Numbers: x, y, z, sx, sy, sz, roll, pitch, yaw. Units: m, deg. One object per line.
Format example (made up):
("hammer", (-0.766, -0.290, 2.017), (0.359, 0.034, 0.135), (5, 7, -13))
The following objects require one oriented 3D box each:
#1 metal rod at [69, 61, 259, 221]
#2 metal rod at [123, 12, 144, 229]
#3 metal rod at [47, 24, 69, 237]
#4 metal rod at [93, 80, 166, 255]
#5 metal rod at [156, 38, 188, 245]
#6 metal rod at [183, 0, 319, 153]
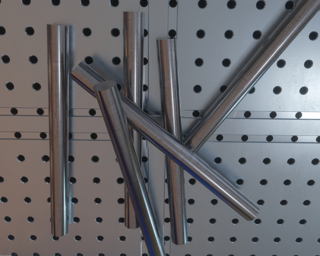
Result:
("metal rod", (0.015, 0.025, 0.394), (0.300, 0.025, 0.025), (40, 105, -13))
("metal rod", (-0.036, 0.004, 0.414), (0.025, 0.025, 0.298), (2, 110, -1))
("metal rod", (-0.136, 0.017, 0.418), (0.025, 0.025, 0.298), (5, 110, -2))
("metal rod", (-0.031, 0.078, 0.411), (0.025, 0.025, 0.299), (-11, 122, 4))
("metal rod", (0.019, 0.032, 0.425), (0.025, 0.025, 0.298), (-4, 110, 1))
("metal rod", (0.130, -0.088, 0.381), (0.025, 0.025, 0.299), (35, 106, -12))
